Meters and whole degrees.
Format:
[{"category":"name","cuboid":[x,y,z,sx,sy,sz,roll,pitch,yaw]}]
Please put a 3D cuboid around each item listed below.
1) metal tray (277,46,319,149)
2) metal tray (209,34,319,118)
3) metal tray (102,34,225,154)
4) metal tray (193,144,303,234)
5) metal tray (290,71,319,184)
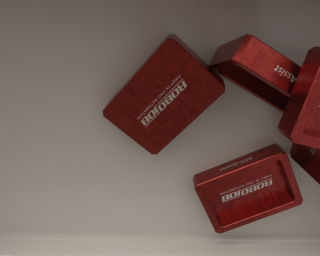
[{"category":"metal tray","cuboid":[0.195,-0.018,0.302,0.131,0.030,0.089,13,107,-9]},{"category":"metal tray","cuboid":[0.128,-0.053,0.355,0.131,0.090,0.030,29,92,-10]},{"category":"metal tray","cuboid":[0.003,-0.038,0.385,0.090,0.030,0.130,40,113,-14]},{"category":"metal tray","cuboid":[0.124,0.088,0.441,0.130,0.030,0.090,-23,109,8]},{"category":"metal tray","cuboid":[0.207,-0.004,0.375,0.030,0.090,0.129,4,110,-6]}]
